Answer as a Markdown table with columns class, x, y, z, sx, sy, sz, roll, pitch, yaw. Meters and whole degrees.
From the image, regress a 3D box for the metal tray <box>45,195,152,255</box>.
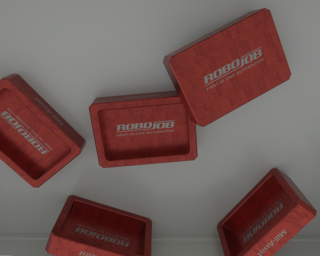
| class | x | y | z | sx | sy | sz | roll | pitch | yaw |
| --- | --- | --- | --- | --- | --- | --- | --- | --- | --- |
| metal tray | -0.078 | 0.147 | 0.429 | 0.131 | 0.090 | 0.030 | 19 | 109 | -8 |

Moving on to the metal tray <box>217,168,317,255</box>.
| class | x | y | z | sx | sy | sz | roll | pitch | yaw |
| --- | --- | --- | --- | --- | --- | --- | --- | --- | --- |
| metal tray | 0.138 | 0.127 | 0.425 | 0.030 | 0.090 | 0.129 | 35 | 106 | -12 |

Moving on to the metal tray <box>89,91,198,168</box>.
| class | x | y | z | sx | sy | sz | roll | pitch | yaw |
| --- | --- | --- | --- | --- | --- | --- | --- | --- | --- |
| metal tray | -0.019 | 0.002 | 0.408 | 0.131 | 0.030 | 0.089 | -5 | 110 | 1 |

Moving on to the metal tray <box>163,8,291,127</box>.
| class | x | y | z | sx | sy | sz | roll | pitch | yaw |
| --- | --- | --- | --- | --- | --- | --- | --- | --- | --- |
| metal tray | 0.081 | -0.071 | 0.367 | 0.131 | 0.030 | 0.090 | -29 | 109 | -6 |

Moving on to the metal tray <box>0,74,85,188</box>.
| class | x | y | z | sx | sy | sz | roll | pitch | yaw |
| --- | --- | --- | --- | --- | --- | --- | --- | --- | --- |
| metal tray | -0.177 | 0.006 | 0.408 | 0.090 | 0.030 | 0.130 | -38 | 106 | 12 |
